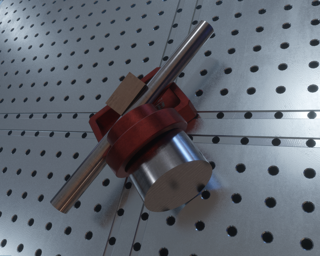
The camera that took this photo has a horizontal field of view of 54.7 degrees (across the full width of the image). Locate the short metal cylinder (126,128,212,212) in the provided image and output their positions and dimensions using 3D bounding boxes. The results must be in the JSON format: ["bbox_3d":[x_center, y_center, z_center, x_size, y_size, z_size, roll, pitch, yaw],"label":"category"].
[{"bbox_3d":[0.009,0.046,0.337,0.080,0.080,0.050,-37,51,3],"label":"short metal cylinder"}]

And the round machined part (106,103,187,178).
[{"bbox_3d":[-0.020,0.010,0.351,0.098,0.098,0.042,-39,73,1],"label":"round machined part"}]

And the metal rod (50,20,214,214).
[{"bbox_3d":[-0.030,-0.021,0.396,0.025,0.025,0.300,32,79,37],"label":"metal rod"}]

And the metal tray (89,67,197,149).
[{"bbox_3d":[-0.027,-0.015,0.426,0.130,0.030,0.090,-37,51,3],"label":"metal tray"}]

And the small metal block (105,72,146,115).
[{"bbox_3d":[-0.042,-0.044,0.412,0.025,0.050,0.050,38,93,1],"label":"small metal block"}]
